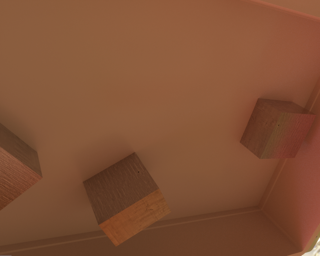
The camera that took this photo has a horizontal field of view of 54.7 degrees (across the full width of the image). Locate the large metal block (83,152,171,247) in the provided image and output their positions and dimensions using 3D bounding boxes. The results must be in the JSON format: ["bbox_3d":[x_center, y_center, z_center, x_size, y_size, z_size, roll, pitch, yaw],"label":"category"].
[{"bbox_3d":[-0.044,0.090,0.404,0.080,0.080,0.050,-30,129,-9],"label":"large metal block"}]

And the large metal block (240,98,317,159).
[{"bbox_3d":[0.187,0.002,0.496,0.081,0.050,0.079,2,118,-29],"label":"large metal block"}]

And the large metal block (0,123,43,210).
[{"bbox_3d":[-0.184,0.040,0.317,0.080,0.050,0.080,-38,129,-3],"label":"large metal block"}]
